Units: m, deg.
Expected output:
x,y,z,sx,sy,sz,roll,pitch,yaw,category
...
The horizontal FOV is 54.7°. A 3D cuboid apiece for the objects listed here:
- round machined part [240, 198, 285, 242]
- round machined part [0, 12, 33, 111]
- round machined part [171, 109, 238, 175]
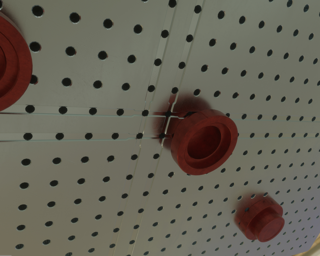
x,y,z,sx,sy,sz,roll,pitch,yaw,category
0.219,0.199,0.647,0.099,0.042,0.097,-14,125,-21,round machined part
-0.167,-0.062,0.271,0.099,0.042,0.097,-14,125,-21,round machined part
0.059,0.016,0.445,0.099,0.042,0.097,-14,125,-21,round machined part
